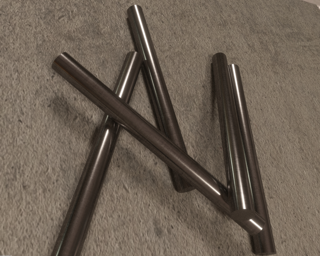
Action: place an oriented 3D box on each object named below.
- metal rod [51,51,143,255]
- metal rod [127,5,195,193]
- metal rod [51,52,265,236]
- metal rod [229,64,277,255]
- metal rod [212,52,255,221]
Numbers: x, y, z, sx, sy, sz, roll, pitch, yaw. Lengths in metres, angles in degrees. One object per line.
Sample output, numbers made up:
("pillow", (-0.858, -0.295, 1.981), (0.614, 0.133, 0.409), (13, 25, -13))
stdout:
("metal rod", (-0.064, 0.018, 0.359), (0.025, 0.025, 0.300), (24, 53, -14))
("metal rod", (-0.003, -0.056, 0.438), (0.025, 0.025, 0.299), (-2, 63, -29))
("metal rod", (0.000, 0.019, 0.359), (0.300, 0.025, 0.025), (40, 51, -2))
("metal rod", (0.127, 0.027, 0.458), (0.025, 0.025, 0.299), (12, 56, -22))
("metal rod", (0.094, -0.015, 0.429), (0.025, 0.025, 0.300), (21, 42, -16))
